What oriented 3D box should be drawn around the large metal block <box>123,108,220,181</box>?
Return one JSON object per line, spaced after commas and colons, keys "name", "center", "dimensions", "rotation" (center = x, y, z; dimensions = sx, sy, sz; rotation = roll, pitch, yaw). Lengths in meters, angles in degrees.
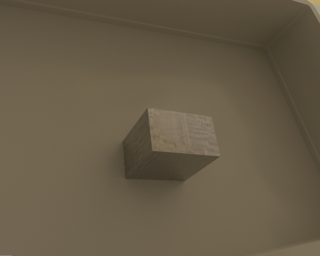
{"name": "large metal block", "center": [0.009, 0.023, 0.361], "dimensions": [0.081, 0.080, 0.050], "rotation": [7, 59, -25]}
